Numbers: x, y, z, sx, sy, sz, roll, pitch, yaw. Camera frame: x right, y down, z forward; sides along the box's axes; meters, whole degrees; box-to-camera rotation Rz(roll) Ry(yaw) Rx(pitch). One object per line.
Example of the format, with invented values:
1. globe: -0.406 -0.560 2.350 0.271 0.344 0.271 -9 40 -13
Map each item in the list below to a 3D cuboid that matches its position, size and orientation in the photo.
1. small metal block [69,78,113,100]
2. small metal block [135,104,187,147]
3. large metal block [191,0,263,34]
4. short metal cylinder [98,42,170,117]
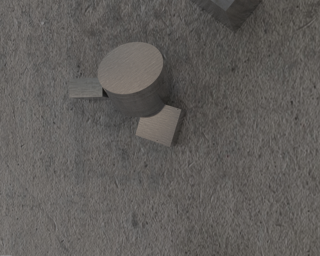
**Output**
1. small metal block: -0.088 -0.053 0.427 0.050 0.050 0.025 0 90 20
2. small metal block: 0.001 -0.007 0.408 0.050 0.025 0.050 18 96 19
3. large metal block: 0.068 -0.163 0.356 0.080 0.080 0.050 43 104 15
4. short metal cylinder: -0.031 -0.061 0.389 0.080 0.050 0.080 -6 59 10
